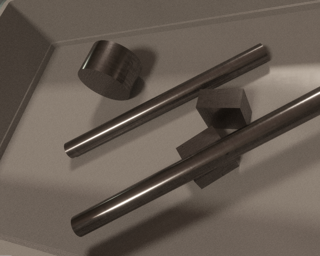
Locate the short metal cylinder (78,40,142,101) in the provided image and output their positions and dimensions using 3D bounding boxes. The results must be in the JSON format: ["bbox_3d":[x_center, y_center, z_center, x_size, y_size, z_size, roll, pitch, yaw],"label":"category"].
[{"bbox_3d":[-0.073,-0.083,0.458,0.080,0.080,0.050,9,66,32],"label":"short metal cylinder"}]

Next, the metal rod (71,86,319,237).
[{"bbox_3d":[0.037,0.040,0.328,0.301,0.025,0.025,-29,52,9],"label":"metal rod"}]

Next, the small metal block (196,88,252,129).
[{"bbox_3d":[0.076,-0.021,0.362,0.050,0.050,0.025,2,63,29],"label":"small metal block"}]

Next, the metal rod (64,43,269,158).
[{"bbox_3d":[0.000,-0.032,0.423,0.301,0.025,0.025,-26,53,11],"label":"metal rod"}]

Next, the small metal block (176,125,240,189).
[{"bbox_3d":[0.054,0.033,0.356,0.050,0.025,0.050,-33,52,6],"label":"small metal block"}]
